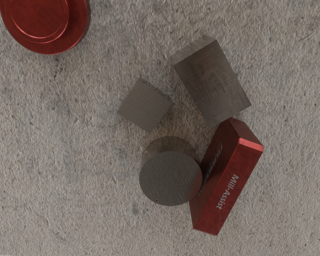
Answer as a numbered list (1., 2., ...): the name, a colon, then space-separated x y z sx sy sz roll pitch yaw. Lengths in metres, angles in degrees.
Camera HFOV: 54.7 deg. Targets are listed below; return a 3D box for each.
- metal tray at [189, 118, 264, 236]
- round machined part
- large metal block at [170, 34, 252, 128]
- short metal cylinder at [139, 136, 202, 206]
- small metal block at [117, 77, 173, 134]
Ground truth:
1. metal tray: 0.077 0.058 0.397 0.030 0.090 0.129 20 109 -7
2. round machined part: -0.132 -0.132 0.351 0.099 0.042 0.097 0 110 0
3. large metal block: 0.055 -0.058 0.360 0.050 0.080 0.080 -30 108 10
4. short metal cylinder: 0.014 0.057 0.418 0.081 0.050 0.079 0 110 0
5. small metal block: -0.019 -0.029 0.399 0.050 0.025 0.050 33 107 -12
